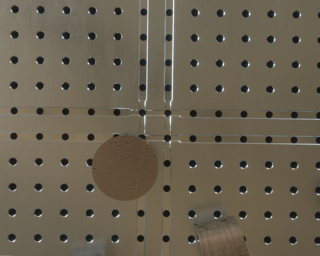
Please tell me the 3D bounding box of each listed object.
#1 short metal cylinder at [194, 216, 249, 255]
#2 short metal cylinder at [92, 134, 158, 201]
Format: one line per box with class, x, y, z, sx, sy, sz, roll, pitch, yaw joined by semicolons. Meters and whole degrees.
short metal cylinder;0.077;0.155;0.387;0.050;0.080;0.080;-13;90;0
short metal cylinder;-0.043;0.049;0.400;0.081;0.050;0.079;0;90;-1
